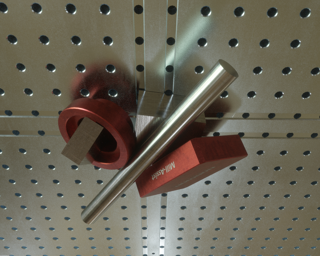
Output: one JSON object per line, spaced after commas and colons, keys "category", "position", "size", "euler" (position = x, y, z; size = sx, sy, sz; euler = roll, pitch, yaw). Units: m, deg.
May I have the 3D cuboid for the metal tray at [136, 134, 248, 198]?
{"category": "metal tray", "position": [0.038, 0.052, 0.409], "size": [0.091, 0.030, 0.129], "euler": [-2, 154, -41]}

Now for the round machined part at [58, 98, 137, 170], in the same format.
{"category": "round machined part", "position": [-0.072, 0.003, 0.384], "size": [0.098, 0.042, 0.097], "euler": [17, 136, 18]}

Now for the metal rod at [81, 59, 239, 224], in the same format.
{"category": "metal rod", "position": [-0.019, 0.036, 0.376], "size": [0.025, 0.025, 0.298], "euler": [28, 125, -22]}

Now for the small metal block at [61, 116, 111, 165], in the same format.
{"category": "small metal block", "position": [-0.085, 0.016, 0.371], "size": [0.025, 0.050, 0.050], "euler": [33, 88, 6]}

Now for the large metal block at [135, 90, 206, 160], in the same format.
{"category": "large metal block", "position": [0.007, 0.003, 0.398], "size": [0.081, 0.050, 0.079], "euler": [7, 130, -6]}
